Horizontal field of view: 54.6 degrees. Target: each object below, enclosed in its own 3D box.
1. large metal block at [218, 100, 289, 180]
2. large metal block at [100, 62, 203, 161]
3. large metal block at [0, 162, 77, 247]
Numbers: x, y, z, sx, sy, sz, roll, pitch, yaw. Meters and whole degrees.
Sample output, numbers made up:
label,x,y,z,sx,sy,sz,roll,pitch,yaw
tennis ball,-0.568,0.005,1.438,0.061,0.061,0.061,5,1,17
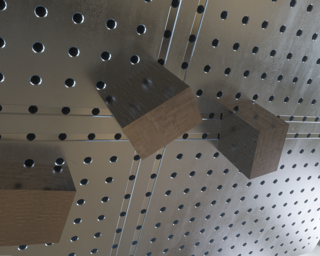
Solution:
label,x,y,z,sx,sy,sz,roll,pitch,yaw
large metal block,0.133,0.015,0.456,0.050,0.080,0.079,-13,124,-21
large metal block,-0.011,-0.022,0.355,0.080,0.080,0.050,-32,129,-7
large metal block,-0.154,0.090,0.366,0.081,0.050,0.080,9,114,-32
